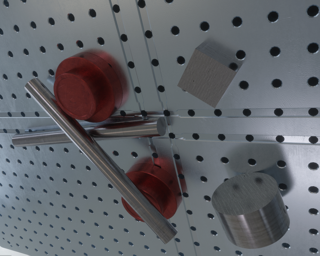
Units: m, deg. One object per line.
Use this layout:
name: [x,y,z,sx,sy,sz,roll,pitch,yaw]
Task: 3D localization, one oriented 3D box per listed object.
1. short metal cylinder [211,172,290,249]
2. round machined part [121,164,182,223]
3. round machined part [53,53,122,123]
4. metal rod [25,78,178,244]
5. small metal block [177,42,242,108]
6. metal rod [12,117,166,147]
short metal cylinder: [0.110,0.098,0.378,0.080,0.080,0.050,-12,112,33]
round machined part: [-0.020,0.107,0.477,0.098,0.042,0.097,13,124,21]
round machined part: [-0.105,-0.050,0.425,0.098,0.042,0.097,13,124,21]
metal rod: [-0.087,0.043,0.442,0.300,0.025,0.025,46,129,7]
small metal block: [0.055,-0.059,0.346,0.050,0.025,0.050,32,129,7]
metal rod: [-0.127,0.010,0.484,0.300,0.025,0.025,-5,116,30]
